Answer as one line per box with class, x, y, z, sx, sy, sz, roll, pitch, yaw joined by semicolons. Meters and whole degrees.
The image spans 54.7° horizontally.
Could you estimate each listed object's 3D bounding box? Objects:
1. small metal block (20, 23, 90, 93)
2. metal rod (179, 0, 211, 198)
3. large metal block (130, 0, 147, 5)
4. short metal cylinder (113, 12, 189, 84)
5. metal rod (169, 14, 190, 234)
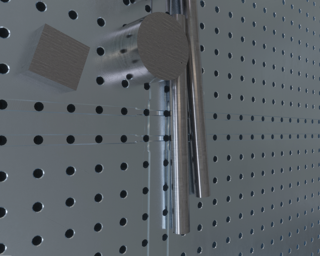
small metal block;-0.107;-0.070;0.320;0.050;0.025;0.050;23;75;-38
metal rod;0.051;-0.048;0.452;0.025;0.025;0.298;-8;95;-40
large metal block;0.008;-0.197;0.380;0.081;0.080;0.050;-35;112;-34
short metal cylinder;-0.010;-0.096;0.384;0.081;0.050;0.079;0;90;-40
metal rod;0.026;-0.004;0.431;0.025;0.025;0.298;-2;92;-40
